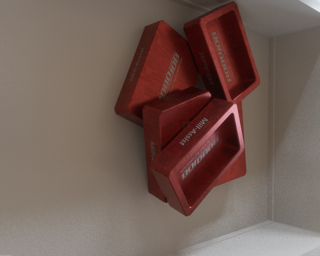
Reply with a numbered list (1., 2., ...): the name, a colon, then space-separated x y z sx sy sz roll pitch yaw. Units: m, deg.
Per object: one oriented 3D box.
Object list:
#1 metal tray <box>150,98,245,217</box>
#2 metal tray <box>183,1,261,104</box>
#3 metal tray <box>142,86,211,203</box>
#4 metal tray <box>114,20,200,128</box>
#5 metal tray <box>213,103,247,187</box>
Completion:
1. metal tray: 0.053 0.035 0.390 0.131 0.030 0.090 -44 134 -24
2. metal tray: 0.093 -0.102 0.443 0.091 0.030 0.129 -38 113 -34
3. metal tray: 0.025 0.021 0.400 0.091 0.030 0.129 -26 125 -37
4. metal tray: 0.003 -0.061 0.408 0.090 0.030 0.130 29 72 -37
5. metal tray: 0.093 0.018 0.484 0.091 0.030 0.129 -9 96 -40
